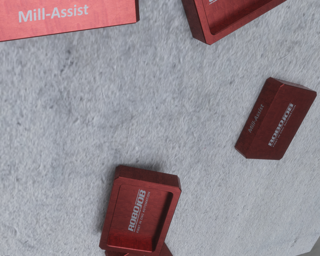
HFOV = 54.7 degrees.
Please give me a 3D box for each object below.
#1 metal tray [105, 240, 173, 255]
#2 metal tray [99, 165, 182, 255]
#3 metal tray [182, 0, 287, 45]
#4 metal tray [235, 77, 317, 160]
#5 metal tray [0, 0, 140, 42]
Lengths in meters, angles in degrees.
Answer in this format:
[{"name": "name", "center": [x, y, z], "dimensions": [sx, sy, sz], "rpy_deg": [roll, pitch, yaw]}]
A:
[{"name": "metal tray", "center": [-0.026, 0.229, 0.533], "dimensions": [0.090, 0.030, 0.129], "rpy_deg": [-30, 129, -9]}, {"name": "metal tray", "center": [-0.030, 0.121, 0.441], "dimensions": [0.091, 0.030, 0.129], "rpy_deg": [12, 114, -9]}, {"name": "metal tray", "center": [0.088, -0.165, 0.350], "dimensions": [0.131, 0.030, 0.090], "rpy_deg": [-32, 129, -8]}, {"name": "metal tray", "center": [0.186, -0.011, 0.502], "dimensions": [0.091, 0.030, 0.129], "rpy_deg": [6, 116, -32]}, {"name": "metal tray", "center": [-0.093, -0.102, 0.251], "dimensions": [0.131, 0.090, 0.030], "rpy_deg": [-15, 125, -20]}]
